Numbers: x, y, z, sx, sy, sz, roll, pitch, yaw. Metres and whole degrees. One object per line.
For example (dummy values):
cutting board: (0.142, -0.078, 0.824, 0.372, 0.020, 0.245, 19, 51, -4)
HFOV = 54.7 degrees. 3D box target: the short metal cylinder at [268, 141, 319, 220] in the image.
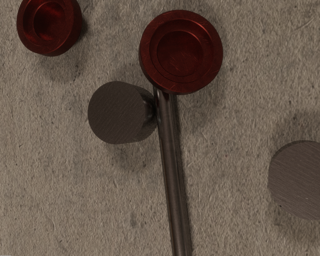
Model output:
short metal cylinder: (0.161, 0.054, 0.339, 0.080, 0.050, 0.079, 0, 90, 19)

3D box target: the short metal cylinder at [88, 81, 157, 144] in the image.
short metal cylinder: (-0.047, -0.019, 0.411, 0.080, 0.050, 0.079, 0, 90, 19)

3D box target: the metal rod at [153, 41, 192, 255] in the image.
metal rod: (0.012, 0.020, 0.404, 0.025, 0.025, 0.298, -8, 88, 19)

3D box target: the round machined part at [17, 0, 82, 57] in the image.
round machined part: (-0.155, -0.153, 0.453, 0.098, 0.042, 0.097, 0, 90, 19)

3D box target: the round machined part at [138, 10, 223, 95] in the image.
round machined part: (0.023, -0.088, 0.377, 0.099, 0.042, 0.097, 1, 86, -9)
